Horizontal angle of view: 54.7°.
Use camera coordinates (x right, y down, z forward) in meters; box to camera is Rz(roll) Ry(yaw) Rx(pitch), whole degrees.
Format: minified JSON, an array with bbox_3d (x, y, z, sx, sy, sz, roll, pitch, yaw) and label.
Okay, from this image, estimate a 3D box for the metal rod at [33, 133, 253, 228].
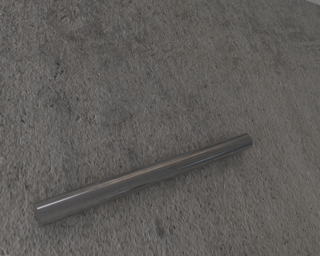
[{"bbox_3d":[0.006,0.051,0.375,0.303,0.025,0.025,-14,69,-34],"label":"metal rod"}]
